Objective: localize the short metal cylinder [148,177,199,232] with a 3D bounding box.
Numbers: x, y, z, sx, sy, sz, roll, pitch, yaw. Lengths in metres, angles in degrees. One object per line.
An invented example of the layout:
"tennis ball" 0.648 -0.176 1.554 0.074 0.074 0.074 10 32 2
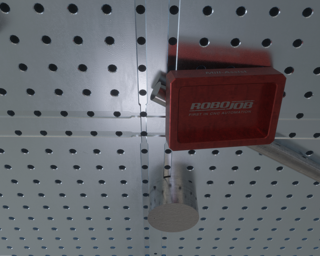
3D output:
"short metal cylinder" 0.021 0.125 0.502 0.081 0.050 0.079 0 130 0

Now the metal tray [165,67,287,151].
"metal tray" 0.073 -0.022 0.365 0.131 0.030 0.089 -3 117 -8

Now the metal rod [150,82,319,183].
"metal rod" 0.123 0.014 0.424 0.302 0.025 0.025 25 126 -20
